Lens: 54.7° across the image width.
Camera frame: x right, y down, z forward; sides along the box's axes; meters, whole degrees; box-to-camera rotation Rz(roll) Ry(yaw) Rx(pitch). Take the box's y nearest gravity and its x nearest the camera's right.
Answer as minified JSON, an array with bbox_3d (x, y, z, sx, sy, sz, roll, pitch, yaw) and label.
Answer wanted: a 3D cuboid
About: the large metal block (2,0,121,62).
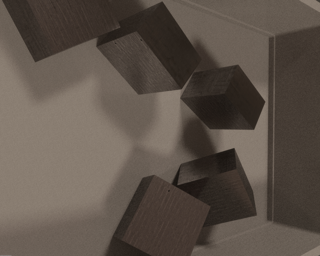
[{"bbox_3d":[-0.099,-0.121,0.308,0.081,0.050,0.080,-36,113,-34],"label":"large metal block"}]

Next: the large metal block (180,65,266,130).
[{"bbox_3d":[0.091,-0.041,0.450,0.080,0.080,0.050,42,64,-32],"label":"large metal block"}]

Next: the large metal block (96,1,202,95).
[{"bbox_3d":[-0.013,-0.087,0.362,0.080,0.080,0.050,48,61,-30],"label":"large metal block"}]

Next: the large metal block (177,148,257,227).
[{"bbox_3d":[0.080,0.084,0.431,0.080,0.080,0.050,63,20,-22],"label":"large metal block"}]

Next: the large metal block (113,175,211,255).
[{"bbox_3d":[0.002,0.113,0.376,0.080,0.050,0.080,31,69,-10],"label":"large metal block"}]
